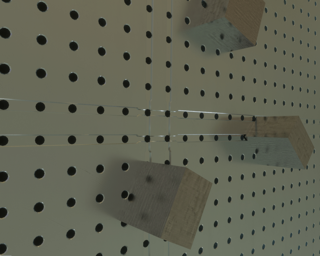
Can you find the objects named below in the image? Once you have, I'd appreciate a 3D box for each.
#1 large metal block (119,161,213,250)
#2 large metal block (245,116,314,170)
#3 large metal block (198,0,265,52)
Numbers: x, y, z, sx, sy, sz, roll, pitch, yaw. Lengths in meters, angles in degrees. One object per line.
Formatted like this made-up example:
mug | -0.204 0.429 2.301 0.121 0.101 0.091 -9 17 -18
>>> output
large metal block | 0.006 0.090 0.378 0.050 0.080 0.080 35 69 -35
large metal block | 0.212 0.025 0.549 0.080 0.080 0.050 51 60 -28
large metal block | 0.115 -0.179 0.487 0.080 0.050 0.080 26 74 -37
